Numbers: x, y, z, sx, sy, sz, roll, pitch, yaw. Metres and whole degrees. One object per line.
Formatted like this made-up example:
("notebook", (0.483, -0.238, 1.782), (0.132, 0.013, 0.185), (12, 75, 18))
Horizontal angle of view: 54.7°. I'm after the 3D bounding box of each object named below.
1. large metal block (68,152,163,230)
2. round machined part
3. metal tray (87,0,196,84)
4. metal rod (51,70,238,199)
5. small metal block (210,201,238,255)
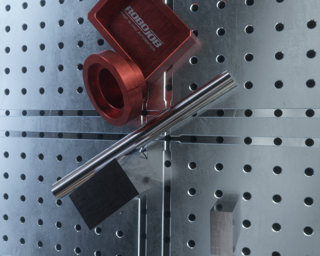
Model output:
("large metal block", (-0.054, 0.078, 0.401), (0.080, 0.080, 0.050), (-39, 78, 15))
("round machined part", (-0.055, -0.054, 0.405), (0.098, 0.042, 0.097), (30, 136, 35))
("metal tray", (-0.026, -0.136, 0.418), (0.090, 0.030, 0.130), (-43, 77, 14))
("metal rod", (-0.032, 0.017, 0.422), (0.300, 0.025, 0.025), (-33, 80, 16))
("small metal block", (0.077, 0.119, 0.372), (0.025, 0.050, 0.050), (-1, 90, 20))
